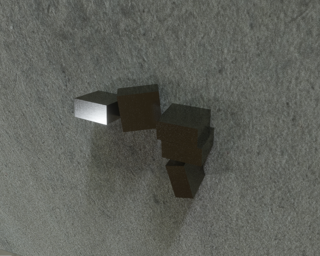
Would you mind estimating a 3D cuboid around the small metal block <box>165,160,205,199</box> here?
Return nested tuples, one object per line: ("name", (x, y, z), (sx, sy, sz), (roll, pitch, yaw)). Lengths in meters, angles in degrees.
("small metal block", (0.035, 0.056, 0.406), (0.025, 0.050, 0.050), (-3, 117, 29))

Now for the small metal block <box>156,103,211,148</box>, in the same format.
("small metal block", (0.029, -0.005, 0.371), (0.050, 0.050, 0.025), (12, 123, 21))

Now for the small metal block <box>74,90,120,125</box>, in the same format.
("small metal block", (-0.076, -0.028, 0.408), (0.050, 0.050, 0.025), (14, 114, 24))

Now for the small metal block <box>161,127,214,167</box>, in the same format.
("small metal block", (0.035, 0.018, 0.382), (0.050, 0.050, 0.025), (11, 123, 21))

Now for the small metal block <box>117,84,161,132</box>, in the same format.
("small metal block", (-0.025, -0.025, 0.390), (0.050, 0.025, 0.050), (-7, 119, -1))
